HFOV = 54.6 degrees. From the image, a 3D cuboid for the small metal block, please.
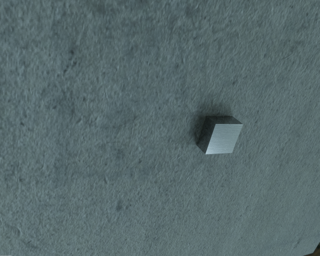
[{"bbox_3d":[0.088,0.010,0.461,0.050,0.025,0.050,0,119,-29],"label":"small metal block"}]
